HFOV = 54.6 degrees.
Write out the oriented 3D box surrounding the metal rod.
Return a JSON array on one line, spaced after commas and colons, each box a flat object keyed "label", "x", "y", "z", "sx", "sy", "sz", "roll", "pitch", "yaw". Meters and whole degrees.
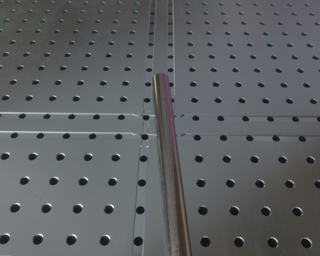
[{"label": "metal rod", "x": 0.011, "y": 0.041, "z": 0.373, "sx": 0.025, "sy": 0.025, "sz": 0.300, "roll": -3, "pitch": 50, "yaw": -3}]
